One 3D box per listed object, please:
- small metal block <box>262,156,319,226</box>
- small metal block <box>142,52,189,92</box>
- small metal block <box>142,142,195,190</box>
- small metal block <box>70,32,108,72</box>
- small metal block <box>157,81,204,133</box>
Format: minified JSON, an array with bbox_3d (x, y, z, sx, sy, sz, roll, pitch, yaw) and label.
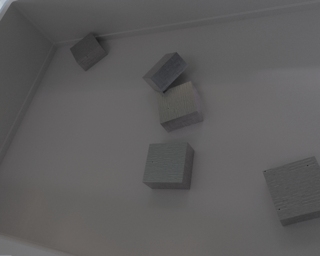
[{"bbox_3d":[0.133,0.061,0.298,0.050,0.025,0.050,-20,54,16],"label":"small metal block"},{"bbox_3d":[0.006,-0.079,0.436,0.050,0.025,0.050,-46,18,-4],"label":"small metal block"},{"bbox_3d":[0.011,0.046,0.372,0.050,0.025,0.050,-4,60,26],"label":"small metal block"},{"bbox_3d":[-0.129,-0.138,0.558,0.050,0.025,0.050,-37,51,3],"label":"small metal block"},{"bbox_3d":[0.026,-0.028,0.409,0.050,0.025,0.050,-19,54,17],"label":"small metal block"}]
